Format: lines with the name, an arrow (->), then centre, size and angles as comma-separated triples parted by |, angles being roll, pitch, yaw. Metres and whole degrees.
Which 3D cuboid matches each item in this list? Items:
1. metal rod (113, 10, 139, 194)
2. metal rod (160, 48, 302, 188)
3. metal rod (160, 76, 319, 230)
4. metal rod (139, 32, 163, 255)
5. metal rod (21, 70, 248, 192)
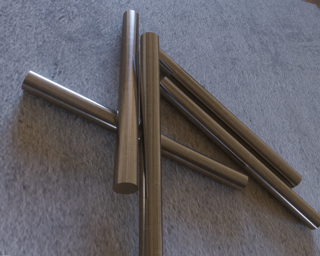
metal rod -> -0.040, -0.058, 0.394 | 0.025, 0.025, 0.300 | 15, 48, -21
metal rod -> 0.093, -0.019, 0.467 | 0.300, 0.025, 0.025 | 42, 51, 0
metal rod -> 0.112, 0.036, 0.444 | 0.300, 0.025, 0.025 | 42, 51, 0
metal rod -> -0.011, 0.020, 0.357 | 0.025, 0.025, 0.299 | 9, 67, -24
metal rod -> -0.021, 0.010, 0.388 | 0.301, 0.025, 0.025 | 26, 53, -12
